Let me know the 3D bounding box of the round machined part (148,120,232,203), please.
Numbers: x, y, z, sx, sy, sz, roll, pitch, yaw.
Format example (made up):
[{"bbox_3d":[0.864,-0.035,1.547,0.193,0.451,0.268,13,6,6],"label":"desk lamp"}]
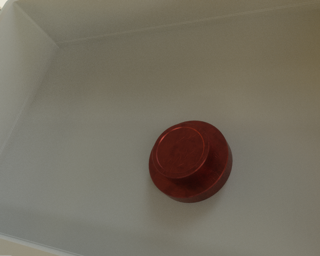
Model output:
[{"bbox_3d":[0.030,0.033,0.359,0.098,0.042,0.098,-13,56,21],"label":"round machined part"}]
